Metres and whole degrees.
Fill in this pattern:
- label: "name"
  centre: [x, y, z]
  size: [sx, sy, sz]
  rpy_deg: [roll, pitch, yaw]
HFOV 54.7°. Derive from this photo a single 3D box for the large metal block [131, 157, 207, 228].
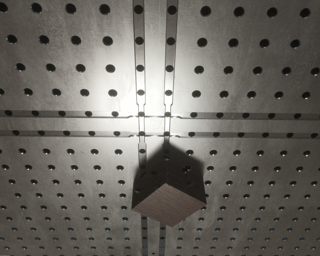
- label: "large metal block"
  centre: [0.013, 0.102, 0.483]
  size: [0.080, 0.050, 0.080]
  rpy_deg: [32, 123, -25]
